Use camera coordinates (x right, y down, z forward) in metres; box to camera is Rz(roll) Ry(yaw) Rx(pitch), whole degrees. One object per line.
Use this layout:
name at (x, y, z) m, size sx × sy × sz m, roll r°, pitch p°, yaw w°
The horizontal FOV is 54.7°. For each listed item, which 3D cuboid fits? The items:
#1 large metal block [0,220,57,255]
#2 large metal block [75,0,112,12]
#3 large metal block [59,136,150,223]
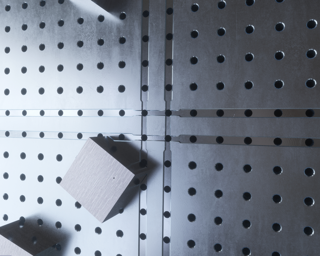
large metal block at (-0.218, 0.202, 0.474) m, size 0.080 × 0.050 × 0.080 m, roll 23°, pitch 97°, yaw 18°
large metal block at (-0.104, -0.221, 0.435) m, size 0.080 × 0.050 × 0.080 m, roll 25°, pitch 98°, yaw 18°
large metal block at (-0.075, 0.067, 0.425) m, size 0.080 × 0.050 × 0.080 m, roll 37°, pitch 102°, yaw 16°
